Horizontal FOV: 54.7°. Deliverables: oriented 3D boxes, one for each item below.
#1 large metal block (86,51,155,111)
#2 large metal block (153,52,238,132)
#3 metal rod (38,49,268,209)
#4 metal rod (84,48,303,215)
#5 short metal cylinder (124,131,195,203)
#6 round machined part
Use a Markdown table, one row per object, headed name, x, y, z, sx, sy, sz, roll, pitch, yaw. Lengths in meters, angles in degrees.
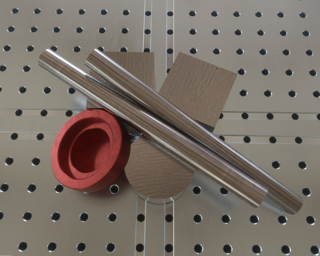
| name | x | y | z | sx | sy | sz | roll | pitch | yaw |
| --- | --- | --- | --- | --- | --- | --- | --- | --- | --- |
| large metal block | -0.048 | -0.053 | 0.410 | 0.081 | 0.050 | 0.080 | 1 | 70 | 0 |
| large metal block | 0.045 | -0.042 | 0.409 | 0.080 | 0.050 | 0.080 | 23 | 72 | 8 |
| metal rod | -0.016 | -0.005 | 0.355 | 0.301 | 0.025 | 0.025 | 33 | 73 | 10 |
| metal rod | 0.042 | 0.006 | 0.366 | 0.301 | 0.025 | 0.025 | 36 | 73 | -3 |
| short metal cylinder | 0.000 | 0.049 | 0.376 | 0.081 | 0.050 | 0.080 | 0 | 70 | 0 |
| round machined part | -0.079 | 0.030 | 0.375 | 0.098 | 0.042 | 0.098 | -10 | 65 | 21 |
